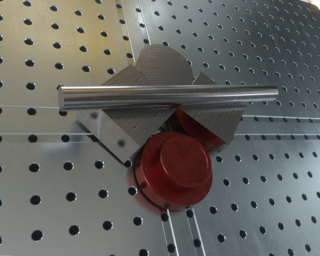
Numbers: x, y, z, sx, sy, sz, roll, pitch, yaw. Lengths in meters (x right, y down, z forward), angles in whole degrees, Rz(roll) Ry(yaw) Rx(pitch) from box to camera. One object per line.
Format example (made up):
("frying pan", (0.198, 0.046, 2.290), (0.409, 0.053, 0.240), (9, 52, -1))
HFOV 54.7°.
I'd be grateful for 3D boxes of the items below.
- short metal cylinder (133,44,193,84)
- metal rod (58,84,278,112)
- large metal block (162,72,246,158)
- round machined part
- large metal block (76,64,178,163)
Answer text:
("short metal cylinder", (-0.001, -0.068, 0.428), (0.081, 0.050, 0.080), (14, 56, -21))
("metal rod", (0.033, -0.040, 0.379), (0.303, 0.025, 0.025), (-5, 64, -30))
("large metal block", (0.062, -0.017, 0.428), (0.080, 0.050, 0.080), (36, 52, -4))
("round machined part", (0.023, 0.046, 0.376), (0.099, 0.042, 0.098), (14, 56, -21))
("large metal block", (-0.040, -0.019, 0.377), (0.080, 0.050, 0.080), (44, 51, 0))
